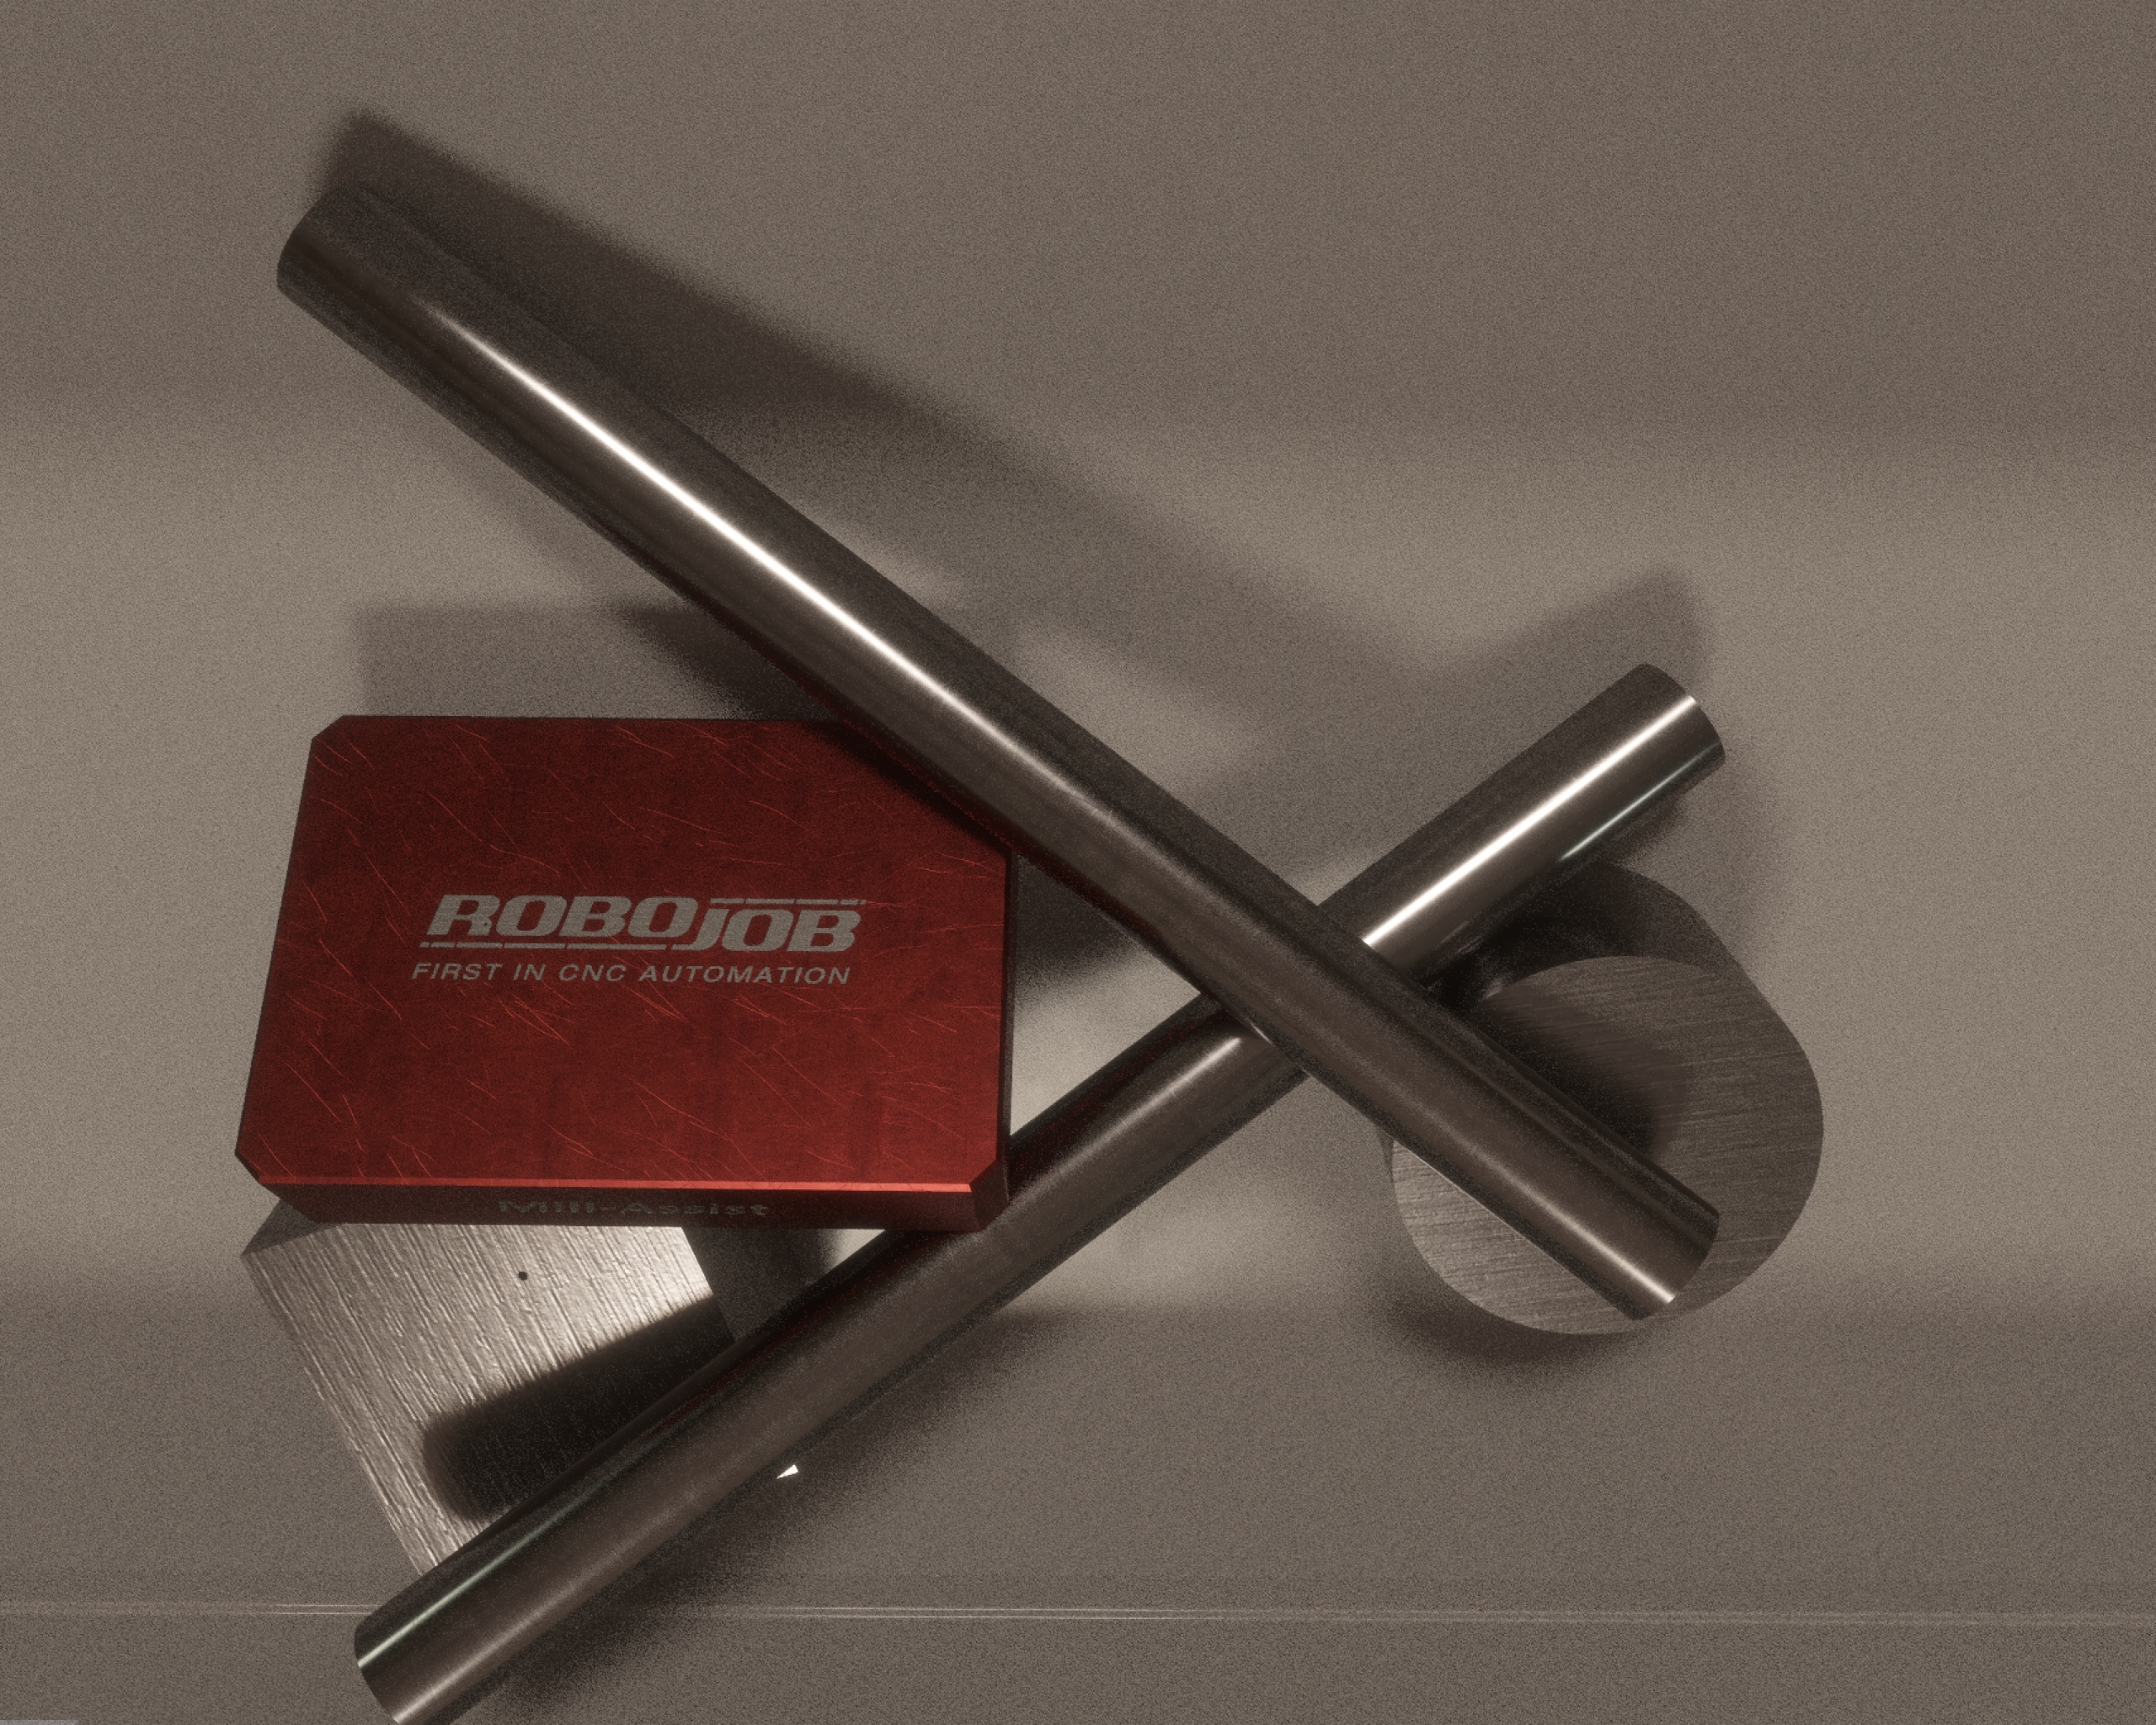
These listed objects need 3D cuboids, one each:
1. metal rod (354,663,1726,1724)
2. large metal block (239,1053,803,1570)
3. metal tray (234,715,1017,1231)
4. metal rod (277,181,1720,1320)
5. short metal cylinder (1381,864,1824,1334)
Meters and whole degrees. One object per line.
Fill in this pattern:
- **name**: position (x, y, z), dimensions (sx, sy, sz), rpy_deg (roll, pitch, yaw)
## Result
- **metal rod**: position (-0.005, 0.061, 0.393), dimensions (0.301, 0.025, 0.025), rpy_deg (-37, 107, -3)
- **large metal block**: position (-0.106, 0.088, 0.424), dimensions (0.080, 0.050, 0.080), rpy_deg (-18, 109, 6)
- **metal tray**: position (-0.078, 0.020, 0.384), dimensions (0.131, 0.030, 0.090), rpy_deg (1, 66, 0)
- **metal rod**: position (-0.014, -0.019, 0.371), dimensions (0.301, 0.025, 0.025), rpy_deg (37, 106, 0)
- **short metal cylinder**: position (0.099, 0.045, 0.414), dimensions (0.081, 0.050, 0.079), rpy_deg (0, 110, -1)
